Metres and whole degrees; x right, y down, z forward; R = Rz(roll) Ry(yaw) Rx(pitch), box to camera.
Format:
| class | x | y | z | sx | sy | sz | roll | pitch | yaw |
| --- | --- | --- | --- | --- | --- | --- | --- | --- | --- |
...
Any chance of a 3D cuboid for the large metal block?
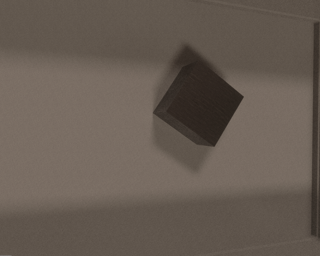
| class | x | y | z | sx | sy | sz | roll | pitch | yaw |
| --- | --- | --- | --- | --- | --- | --- | --- | --- | --- |
| large metal block | 0.051 | -0.031 | 0.417 | 0.080 | 0.050 | 0.080 | 36 | 78 | -17 |
